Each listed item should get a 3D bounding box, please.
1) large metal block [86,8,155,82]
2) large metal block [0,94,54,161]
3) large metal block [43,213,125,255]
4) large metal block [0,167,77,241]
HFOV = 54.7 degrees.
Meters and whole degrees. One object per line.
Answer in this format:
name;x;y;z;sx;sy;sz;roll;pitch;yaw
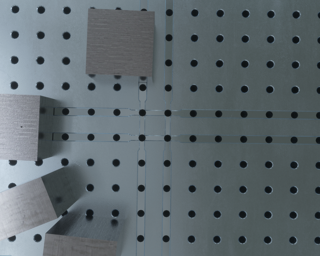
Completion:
large metal block;-0.048;-0.104;0.400;0.081;0.050;0.079;2;90;-1
large metal block;-0.187;-0.002;0.398;0.081;0.050;0.079;3;90;-1
large metal block;-0.091;0.146;0.385;0.081;0.080;0.050;7;90;-1
large metal block;-0.161;0.092;0.384;0.080;0.080;0.050;-22;90;0
